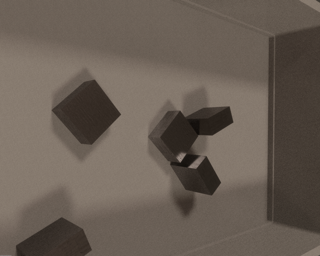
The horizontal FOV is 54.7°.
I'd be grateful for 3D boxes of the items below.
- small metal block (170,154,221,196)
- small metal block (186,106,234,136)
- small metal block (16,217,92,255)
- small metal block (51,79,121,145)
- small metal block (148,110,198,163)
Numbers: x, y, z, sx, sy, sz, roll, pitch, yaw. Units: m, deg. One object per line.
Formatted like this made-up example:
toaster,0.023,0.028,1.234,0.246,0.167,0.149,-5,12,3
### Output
small metal block,0.050,0.064,0.435,0.025,0.050,0.050,-46,118,-30
small metal block,0.069,-0.011,0.451,0.050,0.050,0.025,-27,108,-37
small metal block,-0.104,0.118,0.304,0.050,0.050,0.025,-29,109,-37
small metal block,-0.080,-0.017,0.341,0.050,0.025,0.050,-50,120,-29
small metal block,0.019,0.011,0.425,0.050,0.025,0.050,52,59,-28
